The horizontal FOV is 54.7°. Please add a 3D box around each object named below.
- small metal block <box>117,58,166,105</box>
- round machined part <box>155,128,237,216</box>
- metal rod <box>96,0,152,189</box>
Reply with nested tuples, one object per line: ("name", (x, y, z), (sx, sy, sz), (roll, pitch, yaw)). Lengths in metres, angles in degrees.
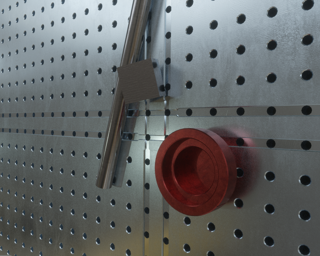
("small metal block", (-0.024, -0.062, 0.413), (0.050, 0.025, 0.050), (-11, 94, 21))
("round machined part", (0.045, 0.049, 0.360), (0.098, 0.042, 0.097), (0, 90, 39))
("metal rod", (-0.053, -0.054, 0.450), (0.025, 0.025, 0.298), (22, 103, 37))
